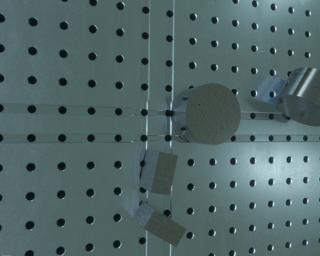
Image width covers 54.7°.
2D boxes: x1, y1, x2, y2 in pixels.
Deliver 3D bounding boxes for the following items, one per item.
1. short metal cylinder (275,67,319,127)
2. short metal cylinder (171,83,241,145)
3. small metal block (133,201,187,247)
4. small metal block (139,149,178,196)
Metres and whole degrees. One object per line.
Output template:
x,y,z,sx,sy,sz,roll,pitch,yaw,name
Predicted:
0.223,-0.046,0.465,0.080,0.080,0.050,37,78,-16,short metal cylinder
0.061,-0.018,0.422,0.081,0.050,0.080,0,90,-20,short metal cylinder
-0.002,0.122,0.399,0.050,0.050,0.025,35,79,-17,small metal block
-0.003,0.055,0.398,0.025,0.050,0.050,14,86,-20,small metal block
